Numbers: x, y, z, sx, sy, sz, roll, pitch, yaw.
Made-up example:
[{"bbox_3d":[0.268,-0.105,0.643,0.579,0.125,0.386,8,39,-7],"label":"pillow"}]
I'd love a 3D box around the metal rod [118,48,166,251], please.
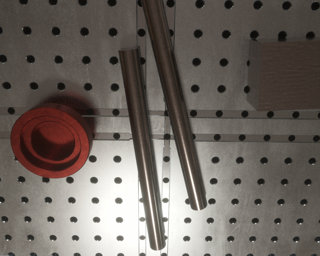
[{"bbox_3d":[-0.021,0.042,0.428,0.025,0.025,0.298,-7,110,2],"label":"metal rod"}]

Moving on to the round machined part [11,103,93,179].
[{"bbox_3d":[-0.138,0.014,0.408,0.099,0.042,0.097,0,110,-1],"label":"round machined part"}]

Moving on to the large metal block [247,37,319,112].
[{"bbox_3d":[0.155,-0.067,0.378,0.081,0.050,0.079,-3,110,0],"label":"large metal block"}]

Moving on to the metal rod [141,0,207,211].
[{"bbox_3d":[0.023,-0.022,0.405,0.025,0.025,0.298,-13,110,4],"label":"metal rod"}]
